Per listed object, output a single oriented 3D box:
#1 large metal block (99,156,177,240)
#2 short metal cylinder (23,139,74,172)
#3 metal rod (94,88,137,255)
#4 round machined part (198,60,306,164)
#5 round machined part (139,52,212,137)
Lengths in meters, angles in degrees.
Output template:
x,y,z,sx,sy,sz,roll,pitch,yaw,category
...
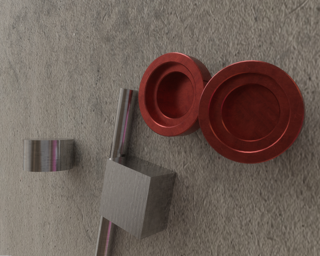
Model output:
x,y,z,sx,sy,sz,roll,pitch,yaw,category
-0.031,0.088,0.415,0.080,0.050,0.079,16,100,39,large metal block
-0.188,0.044,0.525,0.080,0.081,0.050,1,91,40,short metal cylinder
-0.070,0.090,0.462,0.025,0.025,0.298,16,100,39,metal rod
0.092,-0.015,0.310,0.098,0.042,0.097,1,92,28,round machined part
0.024,-0.039,0.374,0.098,0.042,0.097,0,90,40,round machined part
